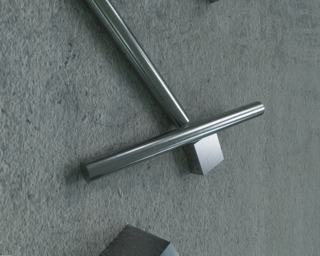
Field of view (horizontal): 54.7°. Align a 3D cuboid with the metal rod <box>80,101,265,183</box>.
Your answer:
[{"bbox_3d":[0.038,0.009,0.420,0.302,0.025,0.025,-18,102,-33],"label":"metal rod"}]

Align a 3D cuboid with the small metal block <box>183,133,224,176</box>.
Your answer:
[{"bbox_3d":[0.065,0.035,0.462,0.050,0.025,0.050,-31,109,-36],"label":"small metal block"}]

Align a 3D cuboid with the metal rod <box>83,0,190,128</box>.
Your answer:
[{"bbox_3d":[-0.050,-0.115,0.364,0.025,0.025,0.300,-52,121,-27],"label":"metal rod"}]

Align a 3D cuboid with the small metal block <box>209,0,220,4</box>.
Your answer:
[{"bbox_3d":[0.101,-0.225,0.475,0.025,0.050,0.050,44,64,-32],"label":"small metal block"}]

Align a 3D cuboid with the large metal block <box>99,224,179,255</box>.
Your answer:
[{"bbox_3d":[-0.029,0.164,0.347,0.080,0.080,0.050,-43,116,-32],"label":"large metal block"}]
